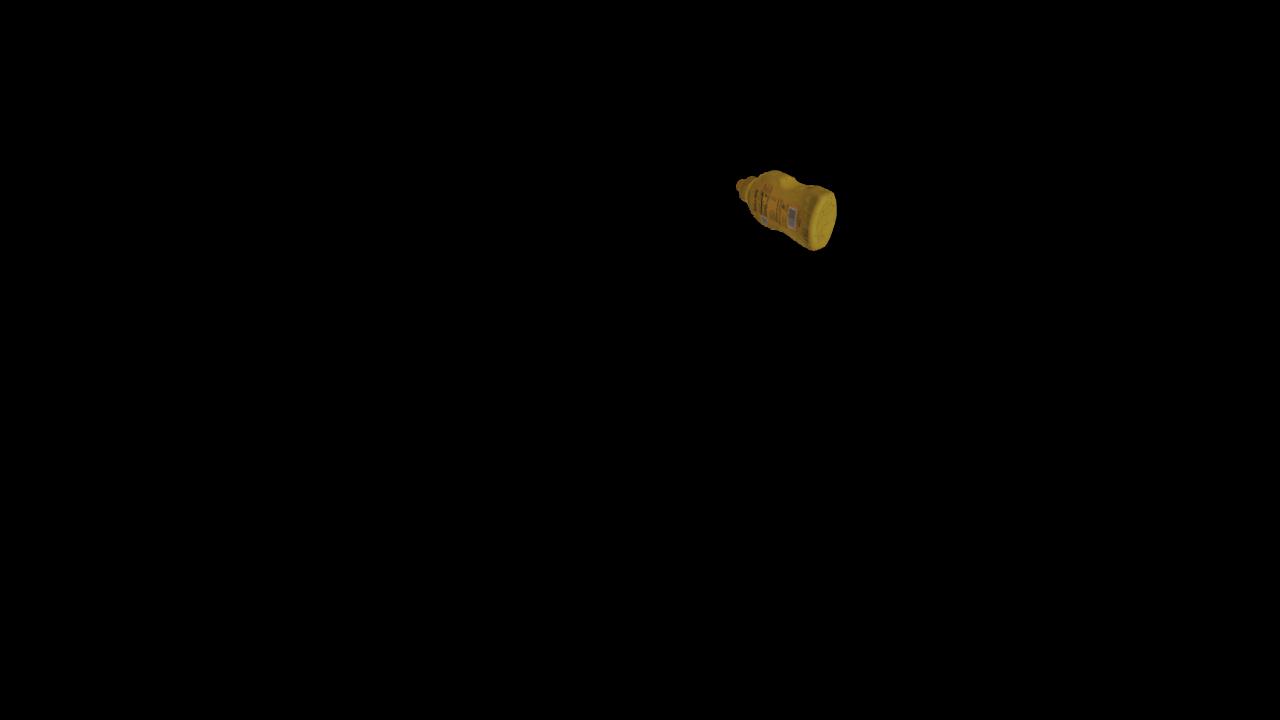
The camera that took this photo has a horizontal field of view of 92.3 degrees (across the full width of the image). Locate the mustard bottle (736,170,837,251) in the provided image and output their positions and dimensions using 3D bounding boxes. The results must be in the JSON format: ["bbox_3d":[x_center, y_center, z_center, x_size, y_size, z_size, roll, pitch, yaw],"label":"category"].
[{"bbox_3d":[0.212,-0.241,0.939,0.054,0.092,0.184,-30,45,-20],"label":"mustard bottle"}]
